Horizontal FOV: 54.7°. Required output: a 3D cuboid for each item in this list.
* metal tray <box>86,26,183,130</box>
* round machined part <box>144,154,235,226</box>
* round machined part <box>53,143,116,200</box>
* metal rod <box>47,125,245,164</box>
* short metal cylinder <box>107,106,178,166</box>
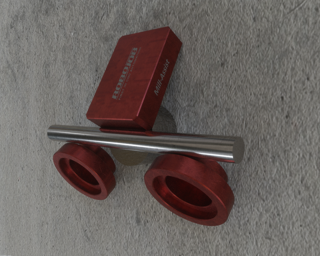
[{"bbox_3d":[-0.033,-0.062,0.393,0.090,0.030,0.130,3,66,39],"label":"metal tray"},{"bbox_3d":[0.035,0.061,0.342,0.098,0.042,0.097,22,144,18],"label":"round machined part"},{"bbox_3d":[-0.105,0.058,0.459,0.098,0.042,0.097,22,140,20],"label":"round machined part"},{"bbox_3d":[-0.044,0.014,0.377,0.300,0.025,0.025,3,92,39],"label":"metal rod"},{"bbox_3d":[-0.024,0.008,0.408,0.080,0.050,0.079,0,90,39],"label":"short metal cylinder"}]
